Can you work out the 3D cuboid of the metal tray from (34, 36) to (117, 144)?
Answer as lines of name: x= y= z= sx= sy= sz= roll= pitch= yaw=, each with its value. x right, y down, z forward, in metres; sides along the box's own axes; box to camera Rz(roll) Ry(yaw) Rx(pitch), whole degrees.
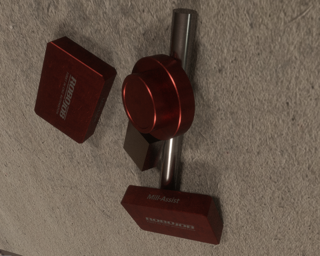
metal tray: x=-0.123 y=-0.049 z=0.436 sx=0.090 sy=0.030 sz=0.129 roll=34 pitch=129 yaw=5

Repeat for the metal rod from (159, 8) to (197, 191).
metal rod: x=0.017 y=0.004 z=0.399 sx=0.025 sy=0.025 sz=0.298 roll=16 pitch=125 yaw=18

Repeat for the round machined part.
round machined part: x=-0.009 y=-0.032 z=0.353 sx=0.098 sy=0.042 sz=0.097 roll=32 pitch=132 yaw=45

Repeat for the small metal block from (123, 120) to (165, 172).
small metal block: x=-0.023 y=0.021 z=0.416 sx=0.050 sy=0.025 sz=0.050 roll=47 pitch=136 yaw=35

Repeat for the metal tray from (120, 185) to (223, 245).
metal tray: x=0.019 y=0.127 z=0.453 sx=0.130 sy=0.030 sz=0.090 roll=2 pitch=138 yaw=27
